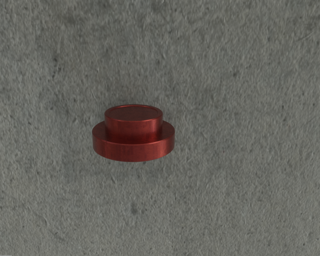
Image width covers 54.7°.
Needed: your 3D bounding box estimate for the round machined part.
[{"bbox_3d":[-0.031,0.000,0.371,0.099,0.098,0.042,1,110,-1],"label":"round machined part"}]
